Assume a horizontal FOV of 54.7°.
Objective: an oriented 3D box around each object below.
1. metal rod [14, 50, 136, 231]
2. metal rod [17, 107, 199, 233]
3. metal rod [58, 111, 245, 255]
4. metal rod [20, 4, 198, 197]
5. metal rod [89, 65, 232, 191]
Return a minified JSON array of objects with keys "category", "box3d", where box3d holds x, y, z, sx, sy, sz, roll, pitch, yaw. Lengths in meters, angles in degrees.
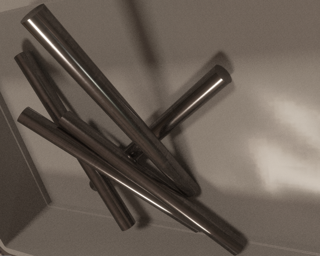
[{"category":"metal rod","box3d":[-0.123,0.023,0.462,0.025,0.025,0.299,-26,98,36]},{"category":"metal rod","box3d":[-0.064,0.064,0.446,0.301,0.025,0.025,34,129,-8]},{"category":"metal rod","box3d":[-0.012,0.076,0.428,0.301,0.025,0.025,37,129,0]},{"category":"metal rod","box3d":[-0.031,-0.004,0.349,0.025,0.025,0.300,-10,137,32]},{"category":"metal rod","box3d":[-0.019,0.018,0.428,0.025,0.025,0.299,46,129,-4]}]
